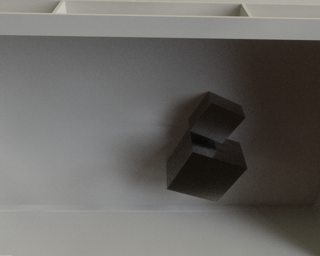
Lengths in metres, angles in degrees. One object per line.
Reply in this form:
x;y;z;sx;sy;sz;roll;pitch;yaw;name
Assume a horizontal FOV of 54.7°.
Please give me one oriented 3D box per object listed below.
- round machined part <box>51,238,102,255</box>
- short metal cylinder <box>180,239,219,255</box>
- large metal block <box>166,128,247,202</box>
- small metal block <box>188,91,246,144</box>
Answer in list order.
-0.170;0.266;0.624;0.099;0.042;0.097;-1;130;0;round machined part
0.081;0.267;0.624;0.081;0.050;0.079;0;130;0;short metal cylinder
0.062;0.053;0.439;0.081;0.050;0.079;18;128;-15;large metal block
0.072;-0.013;0.400;0.050;0.025;0.050;21;127;-18;small metal block
